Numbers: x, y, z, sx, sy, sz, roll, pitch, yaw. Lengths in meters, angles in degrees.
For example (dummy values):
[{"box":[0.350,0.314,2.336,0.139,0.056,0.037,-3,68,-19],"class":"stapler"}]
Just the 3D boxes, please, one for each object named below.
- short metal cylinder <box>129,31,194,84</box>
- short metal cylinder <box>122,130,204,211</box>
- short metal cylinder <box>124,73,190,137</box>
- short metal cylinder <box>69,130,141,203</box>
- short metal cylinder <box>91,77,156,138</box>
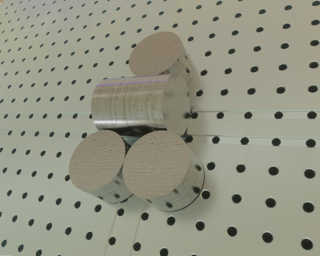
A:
[{"box":[0.003,-0.091,0.445,0.080,0.050,0.080,-13,56,20],"class":"short metal cylinder"},{"box":[0.004,0.049,0.356,0.080,0.050,0.080,-13,56,20],"class":"short metal cylinder"},{"box":[-0.001,-0.027,0.389,0.050,0.080,0.080,0,62,28],"class":"short metal cylinder"},{"box":[-0.067,0.049,0.394,0.080,0.050,0.080,-13,56,20],"class":"short metal cylinder"},{"box":[-0.045,-0.027,0.412,0.050,0.080,0.080,0,62,28],"class":"short metal cylinder"}]
